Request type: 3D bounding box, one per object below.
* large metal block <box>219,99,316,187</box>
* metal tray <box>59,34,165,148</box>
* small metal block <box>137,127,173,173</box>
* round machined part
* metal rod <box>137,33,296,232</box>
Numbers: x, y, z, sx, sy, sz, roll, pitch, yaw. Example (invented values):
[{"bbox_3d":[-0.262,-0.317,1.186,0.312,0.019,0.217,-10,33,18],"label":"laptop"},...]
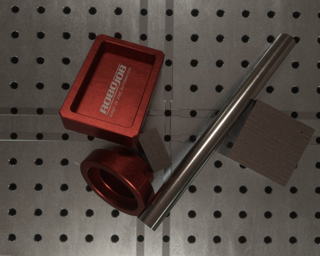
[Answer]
[{"bbox_3d":[0.136,0.018,0.403,0.080,0.050,0.080,28,90,-1],"label":"large metal block"},{"bbox_3d":[-0.054,-0.049,0.380,0.090,0.030,0.130,16,62,0],"label":"metal tray"},{"bbox_3d":[-0.011,0.029,0.399,0.025,0.050,0.050,-25,91,-12],"label":"small metal block"},{"bbox_3d":[-0.047,0.061,0.386,0.098,0.097,0.042,40,55,-1],"label":"round machined part"},{"bbox_3d":[0.077,-0.005,0.381,0.025,0.025,0.300,40,76,0],"label":"metal rod"}]
